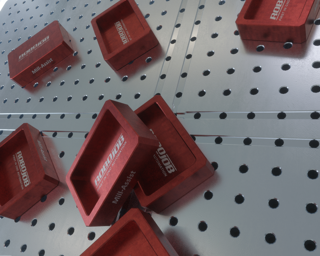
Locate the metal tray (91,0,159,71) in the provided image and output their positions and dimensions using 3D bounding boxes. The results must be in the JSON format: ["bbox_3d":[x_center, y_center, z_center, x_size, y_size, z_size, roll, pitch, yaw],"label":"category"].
[{"bbox_3d":[-0.066,-0.170,0.544,0.090,0.030,0.130,-31,52,8],"label":"metal tray"}]

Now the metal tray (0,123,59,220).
[{"bbox_3d":[-0.218,0.063,0.482,0.090,0.030,0.130,-39,51,1],"label":"metal tray"}]

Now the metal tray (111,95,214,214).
[{"bbox_3d":[-0.004,0.028,0.390,0.090,0.030,0.130,-36,51,4],"label":"metal tray"}]

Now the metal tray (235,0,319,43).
[{"bbox_3d":[0.171,-0.179,0.425,0.090,0.030,0.130,16,70,34],"label":"metal tray"}]

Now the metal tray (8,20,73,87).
[{"bbox_3d":[-0.245,-0.152,0.629,0.130,0.030,0.090,-33,51,7],"label":"metal tray"}]

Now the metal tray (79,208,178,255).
[{"bbox_3d":[-0.017,0.151,0.283,0.090,0.030,0.130,-42,51,-1],"label":"metal tray"}]

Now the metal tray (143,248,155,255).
[{"bbox_3d":[-0.016,0.193,0.296,0.130,0.030,0.090,-49,51,-7],"label":"metal tray"}]

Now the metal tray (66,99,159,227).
[{"bbox_3d":[-0.063,0.042,0.377,0.090,0.030,0.129,47,113,42],"label":"metal tray"}]
